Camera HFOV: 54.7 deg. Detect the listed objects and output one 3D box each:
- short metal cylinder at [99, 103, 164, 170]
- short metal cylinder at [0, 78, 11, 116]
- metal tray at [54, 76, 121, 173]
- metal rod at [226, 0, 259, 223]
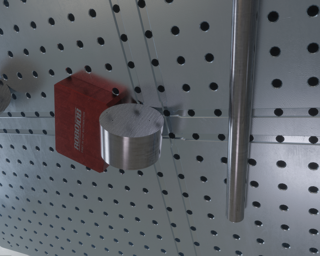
[{"bbox_3d":[-0.037,0.009,0.401,0.080,0.080,0.050,17,125,18],"label":"short metal cylinder"},{"bbox_3d":[-0.293,-0.047,0.501,0.050,0.080,0.080,-33,100,38],"label":"short metal cylinder"},{"bbox_3d":[-0.112,-0.003,0.466,0.090,0.030,0.129,23,127,14],"label":"metal tray"},{"bbox_3d":[0.092,-0.007,0.358,0.025,0.025,0.298,9,122,23],"label":"metal rod"}]
